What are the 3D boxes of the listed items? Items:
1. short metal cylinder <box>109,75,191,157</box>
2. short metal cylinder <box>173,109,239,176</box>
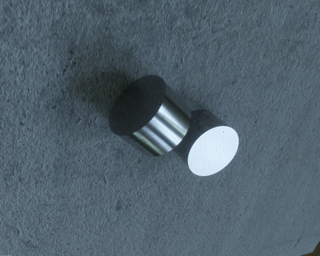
[{"bbox_3d":[-0.012,-0.014,0.356,0.080,0.080,0.050,-46,129,4],"label":"short metal cylinder"},{"bbox_3d":[0.063,0.020,0.437,0.081,0.050,0.079,-14,124,-21],"label":"short metal cylinder"}]
